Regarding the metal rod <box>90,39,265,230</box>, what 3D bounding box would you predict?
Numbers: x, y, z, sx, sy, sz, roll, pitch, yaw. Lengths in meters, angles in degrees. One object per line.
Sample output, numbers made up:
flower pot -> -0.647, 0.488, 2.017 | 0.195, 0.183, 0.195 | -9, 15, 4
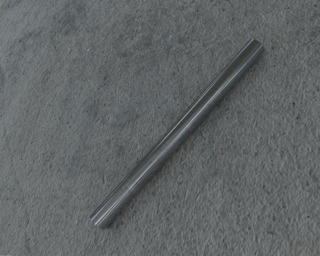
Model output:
metal rod -> 0.025, 0.004, 0.388 | 0.300, 0.025, 0.025 | -48, 51, -6
